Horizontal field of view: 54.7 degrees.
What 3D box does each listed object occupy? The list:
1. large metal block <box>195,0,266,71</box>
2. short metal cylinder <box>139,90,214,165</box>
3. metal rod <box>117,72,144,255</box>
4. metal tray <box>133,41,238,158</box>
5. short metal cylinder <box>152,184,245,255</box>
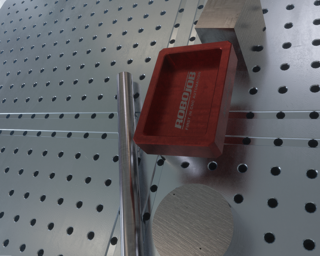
[{"bbox_3d":[0.095,-0.132,0.404,0.050,0.080,0.080,12,68,33],"label":"large metal block"},{"bbox_3d":[0.020,-0.001,0.382,0.080,0.050,0.080,-13,56,21],"label":"short metal cylinder"},{"bbox_3d":[-0.041,0.044,0.402,0.025,0.025,0.299,-19,54,17],"label":"metal rod"},{"bbox_3d":[0.031,-0.034,0.345,0.090,0.030,0.130,1,62,28],"label":"metal tray"},{"bbox_3d":[0.039,0.102,0.309,0.080,0.050,0.080,-13,56,21],"label":"short metal cylinder"}]
